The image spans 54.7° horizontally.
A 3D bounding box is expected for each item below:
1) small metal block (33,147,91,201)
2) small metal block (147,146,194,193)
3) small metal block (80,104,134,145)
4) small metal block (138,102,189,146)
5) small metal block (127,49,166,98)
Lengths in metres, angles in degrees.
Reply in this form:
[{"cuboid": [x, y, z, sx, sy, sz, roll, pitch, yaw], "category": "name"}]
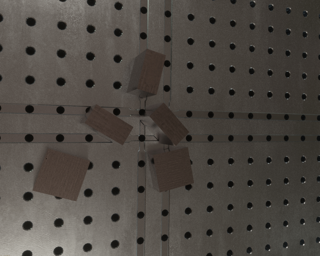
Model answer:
[{"cuboid": [-0.117, 0.055, 0.370, 0.050, 0.025, 0.050, 20, 83, -19], "category": "small metal block"}, {"cuboid": [0.014, 0.055, 0.419, 0.050, 0.025, 0.050, -11, 94, -20], "category": "small metal block"}, {"cuboid": [-0.066, -0.003, 0.376, 0.050, 0.050, 0.025, 33, 79, -18], "category": "small metal block"}, {"cuboid": [0.003, -0.005, 0.402, 0.025, 0.050, 0.050, -45, 105, -14], "category": "small metal block"}, {"cuboid": [-0.018, -0.067, 0.393, 0.025, 0.050, 0.050, 15, 85, -20], "category": "small metal block"}]
